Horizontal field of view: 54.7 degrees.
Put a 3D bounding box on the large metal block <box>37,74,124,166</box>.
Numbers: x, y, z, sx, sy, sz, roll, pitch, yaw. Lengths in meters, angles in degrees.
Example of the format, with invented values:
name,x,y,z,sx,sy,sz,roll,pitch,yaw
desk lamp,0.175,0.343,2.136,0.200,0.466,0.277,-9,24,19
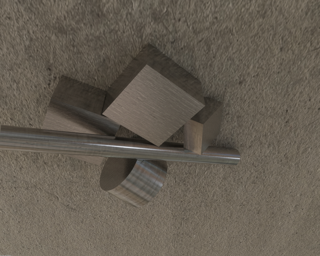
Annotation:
name,x,y,z,sx,sy,sz,roll,pitch,yaw
large metal block,-0.097,-0.008,0.384,0.080,0.050,0.079,19,127,-16

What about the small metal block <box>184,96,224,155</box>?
name,x,y,z,sx,sy,sz,roll,pitch,yaw
small metal block,0.054,-0.003,0.387,0.025,0.050,0.050,24,137,27

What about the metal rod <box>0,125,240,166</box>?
name,x,y,z,sx,sy,sz,roll,pitch,yaw
metal rod,-0.026,0.025,0.376,0.302,0.025,0.025,7,132,-28

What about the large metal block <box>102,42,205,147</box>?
name,x,y,z,sx,sy,sz,roll,pitch,yaw
large metal block,-0.007,-0.036,0.358,0.080,0.050,0.080,32,123,-25

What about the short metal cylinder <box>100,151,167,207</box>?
name,x,y,z,sx,sy,sz,roll,pitch,yaw
short metal cylinder,-0.037,0.060,0.423,0.080,0.080,0.050,-36,122,26
